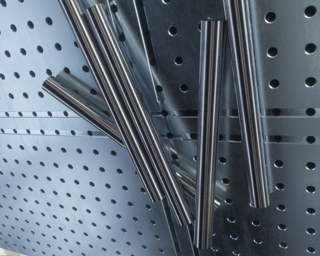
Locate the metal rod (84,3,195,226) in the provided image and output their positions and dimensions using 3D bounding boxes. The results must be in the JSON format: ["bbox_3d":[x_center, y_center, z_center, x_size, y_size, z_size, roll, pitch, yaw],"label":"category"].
[{"bbox_3d":[-0.020,-0.007,0.395,0.025,0.025,0.299,-14,105,33],"label":"metal rod"}]

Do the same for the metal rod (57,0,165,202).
[{"bbox_3d":[-0.060,-0.038,0.397,0.025,0.025,0.299,-15,105,34],"label":"metal rod"}]

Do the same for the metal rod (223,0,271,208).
[{"bbox_3d":[0.096,-0.036,0.338,0.025,0.025,0.298,0,119,28],"label":"metal rod"}]

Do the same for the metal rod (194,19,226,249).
[{"bbox_3d":[0.057,0.026,0.375,0.025,0.025,0.298,10,116,23],"label":"metal rod"}]

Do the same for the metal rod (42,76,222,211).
[{"bbox_3d":[-0.042,0.021,0.444,0.301,0.025,0.025,36,129,4],"label":"metal rod"}]
